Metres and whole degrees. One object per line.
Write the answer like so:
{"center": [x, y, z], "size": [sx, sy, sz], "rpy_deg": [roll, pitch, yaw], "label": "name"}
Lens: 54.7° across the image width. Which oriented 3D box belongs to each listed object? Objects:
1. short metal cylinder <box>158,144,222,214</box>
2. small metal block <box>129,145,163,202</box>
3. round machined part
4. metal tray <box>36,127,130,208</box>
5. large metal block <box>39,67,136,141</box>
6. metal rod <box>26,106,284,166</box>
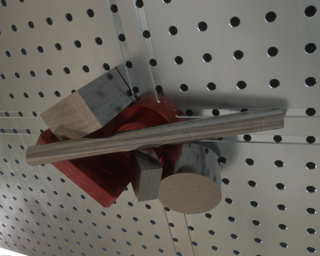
{"center": [0.038, 0.066, 0.399], "size": [0.080, 0.050, 0.079], "rpy_deg": [4, 130, 5], "label": "short metal cylinder"}
{"center": [-0.020, 0.053, 0.380], "size": [0.025, 0.050, 0.050], "rpy_deg": [-4, 125, -19], "label": "small metal block"}
{"center": [-0.021, 0.013, 0.421], "size": [0.098, 0.042, 0.097], "rpy_deg": [13, 124, 20], "label": "round machined part"}
{"center": [-0.095, 0.038, 0.440], "size": [0.130, 0.090, 0.030], "rpy_deg": [40, 129, 1], "label": "metal tray"}
{"center": [-0.092, -0.028, 0.403], "size": [0.080, 0.080, 0.050], "rpy_deg": [-23, 106, 36], "label": "large metal block"}
{"center": [-0.015, 0.012, 0.363], "size": [0.301, 0.025, 0.025], "rpy_deg": [-9, 115, 10], "label": "metal rod"}
